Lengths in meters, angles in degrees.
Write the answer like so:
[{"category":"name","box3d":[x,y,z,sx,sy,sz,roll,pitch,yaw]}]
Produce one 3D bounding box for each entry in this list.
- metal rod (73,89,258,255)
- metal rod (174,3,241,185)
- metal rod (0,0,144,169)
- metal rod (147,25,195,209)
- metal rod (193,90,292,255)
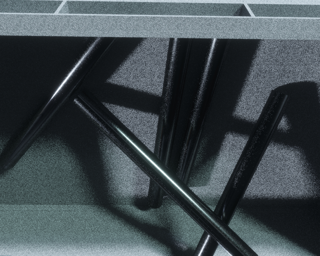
[{"category":"metal rod","box3d":[0.010,0.066,0.387,0.300,0.025,0.025,44,120,-3]},{"category":"metal rod","box3d":[0.048,-0.007,0.403,0.025,0.025,0.298,6,130,-5]},{"category":"metal rod","box3d":[-0.124,-0.038,0.375,0.025,0.025,0.299,33,122,-25]},{"category":"metal rod","box3d":[0.008,0.010,0.417,0.025,0.025,0.298,5,130,-4]},{"category":"metal rod","box3d":[0.094,0.093,0.409,0.025,0.025,0.298,19,103,-15]}]
